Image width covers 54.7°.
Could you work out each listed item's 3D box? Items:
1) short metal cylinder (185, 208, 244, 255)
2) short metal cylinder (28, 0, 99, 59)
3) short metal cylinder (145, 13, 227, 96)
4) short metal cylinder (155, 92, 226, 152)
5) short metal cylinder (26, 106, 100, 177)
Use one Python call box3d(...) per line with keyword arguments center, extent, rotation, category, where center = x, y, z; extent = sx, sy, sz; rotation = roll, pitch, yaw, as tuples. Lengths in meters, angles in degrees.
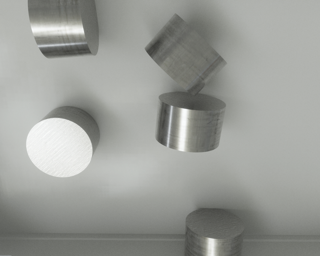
box3d(center=(0.076, 0.155, 0.437), extent=(0.081, 0.080, 0.050), rotation=(1, 104, -1), category="short metal cylinder")
box3d(center=(-0.101, -0.118, 0.338), extent=(0.050, 0.080, 0.079), rotation=(-4, 110, 1), category="short metal cylinder")
box3d(center=(0.029, -0.082, 0.352), extent=(0.080, 0.080, 0.050), rotation=(40, 105, -14), category="short metal cylinder")
box3d(center=(0.036, -0.010, 0.379), extent=(0.081, 0.080, 0.050), rotation=(5, 110, -2), category="short metal cylinder")
box3d(center=(-0.123, 0.017, 0.403), extent=(0.081, 0.050, 0.079), rotation=(0, 110, 0), category="short metal cylinder")
